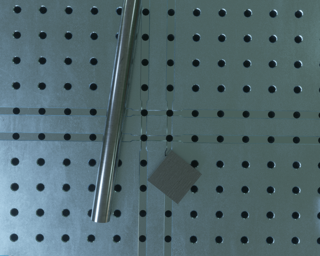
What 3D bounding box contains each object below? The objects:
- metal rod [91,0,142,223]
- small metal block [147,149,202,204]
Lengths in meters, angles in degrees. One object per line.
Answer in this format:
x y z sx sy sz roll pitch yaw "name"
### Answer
-0.058 -0.025 0.412 0.025 0.025 0.298 8 90 0 "metal rod"
0.019 0.064 0.413 0.050 0.025 0.050 39 90 0 "small metal block"
